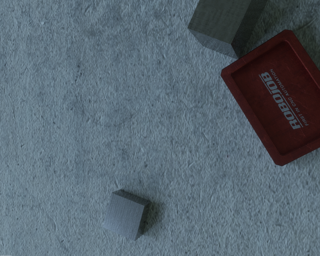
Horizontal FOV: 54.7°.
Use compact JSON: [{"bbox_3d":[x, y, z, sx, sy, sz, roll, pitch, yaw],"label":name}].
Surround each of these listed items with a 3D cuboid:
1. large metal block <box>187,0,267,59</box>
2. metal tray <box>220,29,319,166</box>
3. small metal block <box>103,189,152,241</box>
[{"bbox_3d":[0.080,-0.131,0.352,0.050,0.080,0.080,27,99,18],"label":"large metal block"},{"bbox_3d":[0.142,-0.033,0.356,0.090,0.030,0.130,-32,80,17],"label":"metal tray"},{"bbox_3d":[-0.045,0.118,0.425,0.050,0.025,0.050,17,96,19],"label":"small metal block"}]
